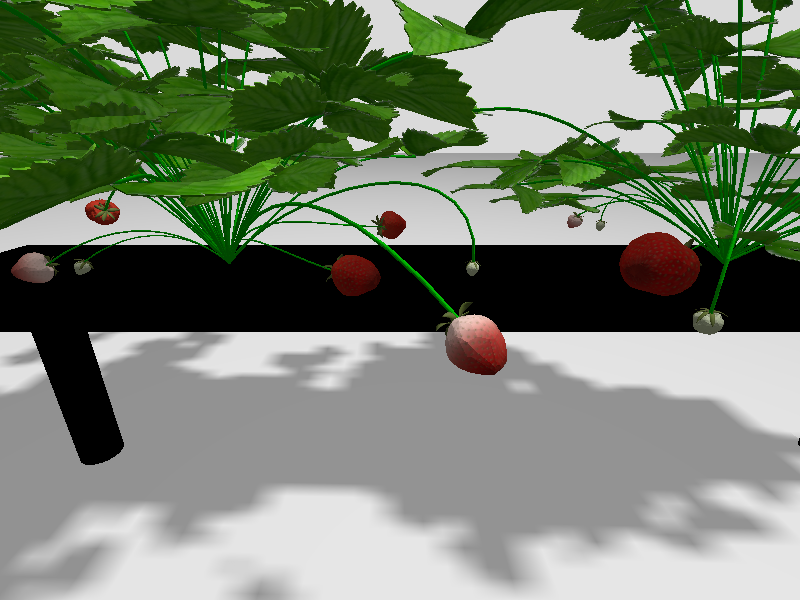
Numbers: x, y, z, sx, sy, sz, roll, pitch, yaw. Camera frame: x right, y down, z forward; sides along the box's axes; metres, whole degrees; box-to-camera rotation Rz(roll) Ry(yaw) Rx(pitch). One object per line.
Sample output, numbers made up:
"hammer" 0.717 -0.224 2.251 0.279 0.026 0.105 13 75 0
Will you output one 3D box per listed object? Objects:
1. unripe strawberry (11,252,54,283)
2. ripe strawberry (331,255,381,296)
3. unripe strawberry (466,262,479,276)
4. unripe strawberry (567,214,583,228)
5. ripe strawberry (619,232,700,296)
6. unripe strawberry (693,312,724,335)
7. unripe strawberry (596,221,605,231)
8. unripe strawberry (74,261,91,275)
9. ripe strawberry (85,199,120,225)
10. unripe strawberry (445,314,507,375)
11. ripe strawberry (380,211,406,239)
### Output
"unripe strawberry" -0.286 -0.024 0.311 0.025 0.025 0.023 -20 27 -15
"ripe strawberry" -0.030 -0.017 0.282 0.034 0.029 0.034 14 26 30
"unripe strawberry" 0.055 -0.024 0.306 0.010 0.011 0.011 6 23 14
"unripe strawberry" 0.219 -0.098 0.502 0.019 0.017 0.017 -11 -33 -24
"ripe strawberry" 0.180 -0.025 0.283 0.049 0.042 0.049 -15 26 -31
"unripe strawberry" 0.176 0.013 0.230 0.015 0.013 0.013 17 28 36
"unripe strawberry" 0.237 -0.088 0.475 0.011 0.011 0.010 -10 24 -23
"unripe strawberry" -0.263 -0.026 0.331 0.011 0.011 0.013 33 8 -26
"ripe strawberry" -0.383 -0.112 0.515 0.033 0.032 0.036 -4 15 40
"unripe strawberry" 0.037 0.022 0.191 0.031 0.031 0.027 -22 -25 -43
"ripe strawberry" -0.007 -0.085 0.454 0.032 0.031 0.030 -14 26 -32
